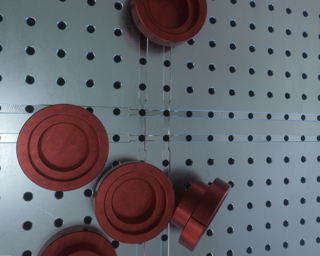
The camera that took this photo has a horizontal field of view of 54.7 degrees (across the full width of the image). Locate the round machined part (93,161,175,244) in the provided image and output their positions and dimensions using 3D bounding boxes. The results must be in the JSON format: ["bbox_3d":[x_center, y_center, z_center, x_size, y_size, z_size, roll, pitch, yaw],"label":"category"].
[{"bbox_3d":[-0.034,0.090,0.390,0.099,0.042,0.097,0,88,-17],"label":"round machined part"}]

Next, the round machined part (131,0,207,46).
[{"bbox_3d":[0.009,-0.156,0.408,0.099,0.042,0.097,0,90,-21],"label":"round machined part"}]

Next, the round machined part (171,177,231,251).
[{"bbox_3d":[0.050,0.106,0.404,0.042,0.098,0.098,30,78,18],"label":"round machined part"}]

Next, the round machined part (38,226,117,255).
[{"bbox_3d":[-0.097,0.172,0.369,0.099,0.042,0.097,0,90,-21],"label":"round machined part"}]

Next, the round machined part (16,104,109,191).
[{"bbox_3d":[-0.112,0.022,0.363,0.099,0.042,0.097,0,90,-21],"label":"round machined part"}]
